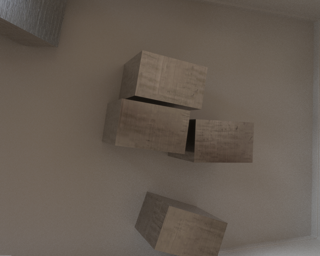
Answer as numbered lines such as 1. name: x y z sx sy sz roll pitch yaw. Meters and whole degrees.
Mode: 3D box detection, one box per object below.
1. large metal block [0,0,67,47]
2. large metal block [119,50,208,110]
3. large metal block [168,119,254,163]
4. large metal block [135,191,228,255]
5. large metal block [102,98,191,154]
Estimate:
1. large metal block: -0.145 -0.137 0.321 0.050 0.080 0.080 9 86 23
2. large metal block: 0.001 -0.053 0.382 0.081 0.080 0.050 10 87 -20
3. large metal block: 0.064 0.016 0.406 0.081 0.080 0.050 3 89 -20
4. large metal block: 0.024 0.123 0.391 0.080 0.080 0.050 21 83 -19
5. large metal block: -0.020 -0.001 0.375 0.081 0.080 0.050 9 87 -20
